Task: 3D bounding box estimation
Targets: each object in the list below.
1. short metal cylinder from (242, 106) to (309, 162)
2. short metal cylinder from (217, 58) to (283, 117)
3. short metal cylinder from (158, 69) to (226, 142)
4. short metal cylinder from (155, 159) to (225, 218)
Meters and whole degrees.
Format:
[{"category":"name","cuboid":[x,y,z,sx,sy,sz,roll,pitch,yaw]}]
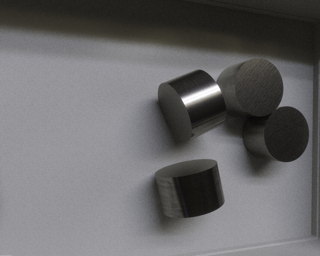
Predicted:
[{"category":"short metal cylinder","cuboid":[0.172,0.009,0.463,0.081,0.050,0.079,0,90,-21]},{"category":"short metal cylinder","cuboid":[0.128,-0.056,0.446,0.081,0.050,0.079,0,90,-21]},{"category":"short metal cylinder","cuboid":[0.039,-0.029,0.397,0.050,0.080,0.080,-24,99,-19]},{"category":"short metal cylinder","cuboid":[0.038,0.075,0.397,0.081,0.080,0.050,-14,95,-20]}]
